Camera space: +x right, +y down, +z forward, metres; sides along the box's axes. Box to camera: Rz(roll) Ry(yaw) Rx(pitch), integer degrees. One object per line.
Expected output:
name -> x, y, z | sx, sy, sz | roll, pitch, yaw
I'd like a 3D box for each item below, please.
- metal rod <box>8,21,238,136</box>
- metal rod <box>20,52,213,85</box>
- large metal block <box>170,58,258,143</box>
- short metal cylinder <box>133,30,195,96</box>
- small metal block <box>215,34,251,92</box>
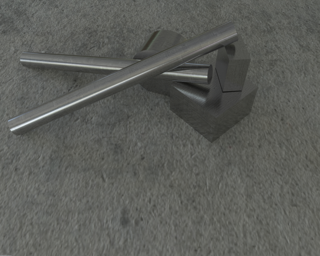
metal rod -> -0.051, -0.058, 0.384 | 0.301, 0.025, 0.025 | -22, 51, 8
metal rod -> -0.076, -0.088, 0.441 | 0.301, 0.025, 0.025 | 9, 50, 22
large metal block -> 0.070, -0.039, 0.421 | 0.080, 0.050, 0.080 | -35, 58, -25
short metal cylinder -> 0.005, -0.093, 0.449 | 0.080, 0.080, 0.050 | 16, 52, 13
small metal block -> 0.090, -0.082, 0.390 | 0.025, 0.050, 0.050 | -4, 51, -3
